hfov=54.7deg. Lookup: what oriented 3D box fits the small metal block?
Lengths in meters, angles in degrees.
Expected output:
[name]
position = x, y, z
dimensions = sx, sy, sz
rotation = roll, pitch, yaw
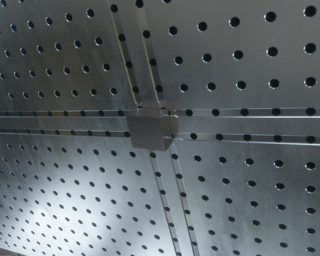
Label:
[small metal block]
position = -0.014, 0.001, 0.417
dimensions = 0.050, 0.025, 0.050
rotation = 5, 121, 25
